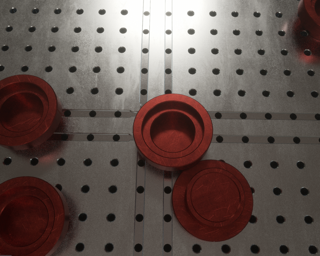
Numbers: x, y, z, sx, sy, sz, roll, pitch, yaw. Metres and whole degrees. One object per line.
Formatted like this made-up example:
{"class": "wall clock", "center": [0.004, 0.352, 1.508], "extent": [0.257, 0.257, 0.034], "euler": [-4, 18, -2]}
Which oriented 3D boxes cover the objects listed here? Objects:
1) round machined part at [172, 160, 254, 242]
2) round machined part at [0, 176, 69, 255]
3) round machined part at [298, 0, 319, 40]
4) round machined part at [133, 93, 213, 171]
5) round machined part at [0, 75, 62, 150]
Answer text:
{"class": "round machined part", "center": [0.063, 0.085, 0.372], "extent": [0.099, 0.042, 0.098], "euler": [0, 70, 0]}
{"class": "round machined part", "center": [-0.155, 0.109, 0.361], "extent": [0.099, 0.042, 0.098], "euler": [0, 70, -1]}
{"class": "round machined part", "center": [0.258, -0.172, 0.469], "extent": [0.099, 0.042, 0.098], "euler": [0, 70, -1]}
{"class": "round machined part", "center": [0.016, 0.008, 0.398], "extent": [0.099, 0.042, 0.098], "euler": [0, 68, 1]}
{"class": "round machined part", "center": [-0.178, -0.018, 0.407], "extent": [0.099, 0.042, 0.098], "euler": [0, 70, -1]}
